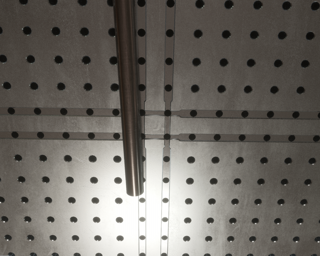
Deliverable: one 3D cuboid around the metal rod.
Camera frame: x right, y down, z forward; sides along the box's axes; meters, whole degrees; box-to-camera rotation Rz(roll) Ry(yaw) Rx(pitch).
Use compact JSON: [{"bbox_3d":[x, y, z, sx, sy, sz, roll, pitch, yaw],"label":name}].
[{"bbox_3d":[-0.039,-0.048,0.395,0.025,0.025,0.298,-2,110,0],"label":"metal rod"}]
